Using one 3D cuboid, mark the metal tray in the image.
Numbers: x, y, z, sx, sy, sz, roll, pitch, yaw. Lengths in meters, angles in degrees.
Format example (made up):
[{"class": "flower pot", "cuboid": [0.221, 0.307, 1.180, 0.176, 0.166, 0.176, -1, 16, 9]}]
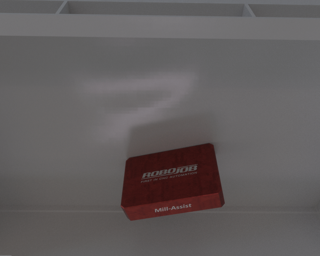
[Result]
[{"class": "metal tray", "cuboid": [0.016, 0.072, 0.427, 0.130, 0.090, 0.030, -11, 129, 9]}]
